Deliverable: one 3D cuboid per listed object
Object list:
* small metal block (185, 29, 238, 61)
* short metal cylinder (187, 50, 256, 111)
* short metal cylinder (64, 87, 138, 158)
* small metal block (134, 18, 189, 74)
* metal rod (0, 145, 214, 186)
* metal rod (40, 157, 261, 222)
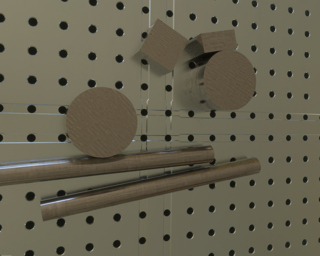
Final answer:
[{"bbox_3d":[0.069,-0.113,0.424,0.050,0.050,0.025,-13,95,-20],"label":"small metal block"},{"bbox_3d":[0.084,-0.063,0.430,0.081,0.050,0.079,0,91,-20],"label":"short metal cylinder"},{"bbox_3d":[-0.073,-0.007,0.372,0.081,0.050,0.079,0,90,-20],"label":"short metal cylinder"},{"bbox_3d":[0.002,-0.107,0.413,0.050,0.025,0.050,30,80,-18],"label":"small metal block"},{"bbox_3d":[-0.071,0.046,0.386,0.303,0.025,0.025,-4,92,-20],"label":"metal rod"},{"bbox_3d":[0.003,0.076,0.413,0.303,0.025,0.025,-8,93,-20],"label":"metal rod"}]
